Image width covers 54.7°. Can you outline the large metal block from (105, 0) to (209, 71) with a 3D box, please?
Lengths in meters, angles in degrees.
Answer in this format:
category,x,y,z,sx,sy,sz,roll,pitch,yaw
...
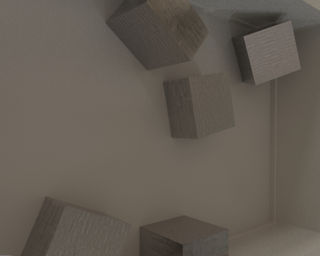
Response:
category,x,y,z,sx,sy,sz,roll,pitch,yaw
large metal block,-0.003,-0.120,0.368,0.080,0.080,0.050,46,63,-30

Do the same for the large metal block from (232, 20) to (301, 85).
category,x,y,z,sx,sy,sz,roll,pitch,yaw
large metal block,0.175,-0.124,0.513,0.080,0.050,0.080,-20,106,-4

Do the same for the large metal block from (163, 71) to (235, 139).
category,x,y,z,sx,sy,sz,roll,pitch,yaw
large metal block,0.057,-0.033,0.437,0.081,0.050,0.079,-15,100,-39

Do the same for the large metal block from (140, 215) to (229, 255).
category,x,y,z,sx,sy,sz,roll,pitch,yaw
large metal block,0.030,0.153,0.396,0.081,0.080,0.050,0,90,-40

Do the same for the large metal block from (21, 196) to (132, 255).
category,x,y,z,sx,sy,sz,roll,pitch,yaw
large metal block,-0.087,0.124,0.317,0.080,0.050,0.080,30,71,-36
